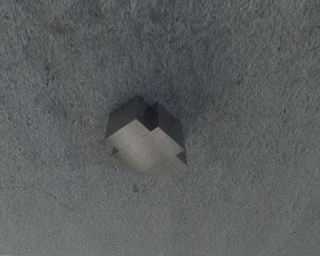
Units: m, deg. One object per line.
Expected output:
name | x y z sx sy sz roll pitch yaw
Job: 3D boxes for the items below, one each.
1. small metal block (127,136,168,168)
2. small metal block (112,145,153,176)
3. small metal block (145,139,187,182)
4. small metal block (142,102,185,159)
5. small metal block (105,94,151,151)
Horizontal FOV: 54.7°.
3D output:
small metal block | -0.015 0.015 0.404 0.025 0.050 0.050 -32 123 24
small metal block | -0.035 0.027 0.414 0.025 0.050 0.050 -32 123 24
small metal block | 0.008 0.038 0.424 0.050 0.050 0.025 -32 124 24
small metal block | 0.005 0.003 0.394 0.025 0.050 0.050 -33 123 25
small metal block | -0.039 -0.007 0.385 0.050 0.050 0.025 -32 124 24
